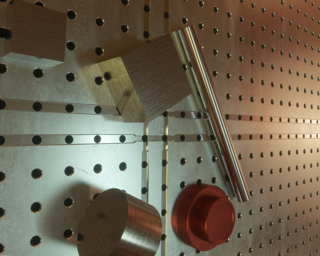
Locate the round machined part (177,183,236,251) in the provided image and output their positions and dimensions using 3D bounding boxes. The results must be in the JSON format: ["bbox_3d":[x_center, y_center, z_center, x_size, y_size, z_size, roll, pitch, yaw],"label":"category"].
[{"bbox_3d":[0.076,0.135,0.465,0.099,0.042,0.097,0,90,-40],"label":"round machined part"}]

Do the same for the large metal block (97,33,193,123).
[{"bbox_3d":[-0.016,-0.061,0.381,0.081,0.050,0.080,-36,113,-34],"label":"large metal block"}]

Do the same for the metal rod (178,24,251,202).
[{"bbox_3d":[0.090,-0.012,0.487,0.025,0.025,0.298,-35,112,-35],"label":"metal rod"}]

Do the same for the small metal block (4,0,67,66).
[{"bbox_3d":[-0.123,-0.093,0.307,0.050,0.025,0.050,4,88,-40],"label":"small metal block"}]

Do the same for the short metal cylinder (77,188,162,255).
[{"bbox_3d":[-0.044,0.113,0.338,0.050,0.080,0.080,36,68,-35],"label":"short metal cylinder"}]
